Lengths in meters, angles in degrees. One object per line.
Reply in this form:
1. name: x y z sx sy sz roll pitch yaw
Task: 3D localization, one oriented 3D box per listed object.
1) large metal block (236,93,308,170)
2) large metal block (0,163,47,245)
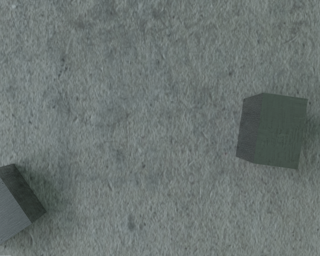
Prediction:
1. large metal block: 0.134 0.003 0.384 0.050 0.080 0.080 8 90 0
2. large metal block: -0.209 0.103 0.395 0.080 0.050 0.080 -34 90 0
